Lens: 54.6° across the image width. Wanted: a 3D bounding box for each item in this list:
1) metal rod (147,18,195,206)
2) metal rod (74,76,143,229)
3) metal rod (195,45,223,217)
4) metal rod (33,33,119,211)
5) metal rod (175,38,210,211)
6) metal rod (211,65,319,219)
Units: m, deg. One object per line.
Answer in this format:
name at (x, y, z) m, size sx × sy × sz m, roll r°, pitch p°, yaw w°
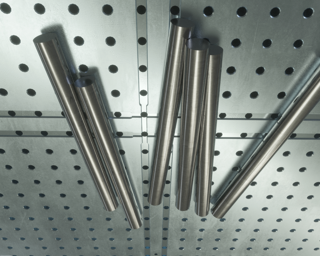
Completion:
metal rod at (0.008, 0.005, 0.415) m, size 0.025 × 0.025 × 0.298 m, roll 5°, pitch 130°, yaw -4°
metal rod at (-0.066, 0.058, 0.459) m, size 0.025 × 0.025 × 0.299 m, roll -7°, pitch 130°, yaw 5°
metal rod at (0.064, 0.028, 0.435) m, size 0.025 × 0.025 × 0.298 m, roll -2°, pitch 130°, yaw 2°
metal rod at (-0.102, 0.017, 0.424) m, size 0.025 × 0.025 × 0.299 m, roll -6°, pitch 130°, yaw 5°
metal rod at (0.038, 0.022, 0.417) m, size 0.025 × 0.025 × 0.298 m, roll 0°, pitch 134°, yaw 0°
metal rod at (0.148, 0.038, 0.444) m, size 0.025 × 0.025 × 0.298 m, roll 15°, pitch 129°, yaw -12°
